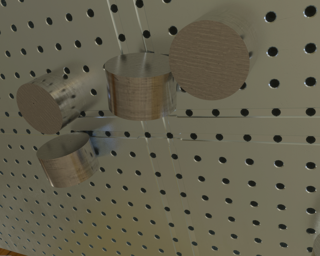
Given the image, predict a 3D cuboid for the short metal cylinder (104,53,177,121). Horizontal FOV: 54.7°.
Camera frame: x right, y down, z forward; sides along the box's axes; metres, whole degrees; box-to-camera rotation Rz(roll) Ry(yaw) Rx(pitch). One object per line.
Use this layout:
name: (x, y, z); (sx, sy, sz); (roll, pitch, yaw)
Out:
short metal cylinder: (-0.020, -0.050, 0.354); (0.080, 0.080, 0.050); (13, 124, 20)

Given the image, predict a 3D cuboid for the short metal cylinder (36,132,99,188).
short metal cylinder: (-0.140, 0.047, 0.476); (0.080, 0.080, 0.050); (0, 119, 28)

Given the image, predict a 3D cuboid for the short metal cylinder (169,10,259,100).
short metal cylinder: (0.056, -0.075, 0.318); (0.080, 0.050, 0.079); (13, 124, 20)

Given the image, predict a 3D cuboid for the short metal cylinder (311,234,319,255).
short metal cylinder: (0.220, 0.166, 0.362); (0.080, 0.080, 0.050); (8, 122, 23)

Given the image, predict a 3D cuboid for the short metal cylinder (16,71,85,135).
short metal cylinder: (-0.159, -0.037, 0.454); (0.080, 0.050, 0.079); (13, 124, 20)
